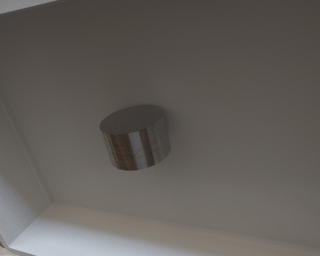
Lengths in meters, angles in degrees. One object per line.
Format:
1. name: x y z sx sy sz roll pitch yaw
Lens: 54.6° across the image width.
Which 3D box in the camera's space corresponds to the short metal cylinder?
1. short metal cylinder: -0.030 0.010 0.392 0.080 0.080 0.050 2 119 27
